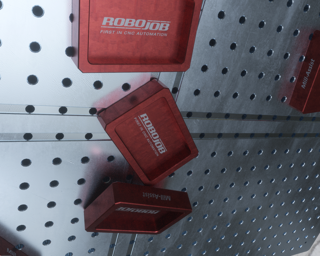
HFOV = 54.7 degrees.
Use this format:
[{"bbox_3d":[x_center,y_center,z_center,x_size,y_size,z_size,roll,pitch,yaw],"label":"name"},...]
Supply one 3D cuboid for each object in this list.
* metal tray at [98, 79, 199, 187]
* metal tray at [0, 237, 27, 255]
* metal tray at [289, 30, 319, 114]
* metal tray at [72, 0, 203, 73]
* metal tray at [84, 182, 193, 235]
[{"bbox_3d":[-0.010,0.011,0.410,0.090,0.030,0.130,-34,129,-6],"label":"metal tray"},{"bbox_3d":[-0.226,0.196,0.406,0.090,0.030,0.130,-33,129,-7],"label":"metal tray"},{"bbox_3d":[0.272,-0.090,0.504,0.091,0.030,0.129,-8,122,-25],"label":"metal tray"},{"bbox_3d":[-0.024,-0.107,0.329,0.131,0.030,0.089,-6,121,-26],"label":"metal tray"},{"bbox_3d":[-0.030,0.120,0.445,0.131,0.030,0.090,17,133,-35],"label":"metal tray"}]
